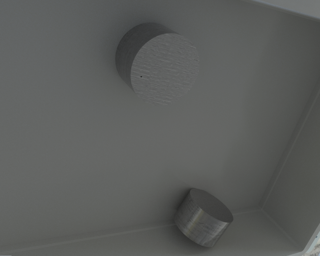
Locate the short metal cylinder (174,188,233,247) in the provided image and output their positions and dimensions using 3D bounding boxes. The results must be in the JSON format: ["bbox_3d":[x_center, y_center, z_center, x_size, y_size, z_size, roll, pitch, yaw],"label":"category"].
[{"bbox_3d":[0.070,0.143,0.499,0.080,0.080,0.050,20,107,-36],"label":"short metal cylinder"}]

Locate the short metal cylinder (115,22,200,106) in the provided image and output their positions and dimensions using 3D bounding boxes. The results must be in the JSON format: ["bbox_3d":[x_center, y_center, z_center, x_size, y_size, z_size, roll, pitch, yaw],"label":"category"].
[{"bbox_3d":[-0.004,-0.072,0.346,0.081,0.050,0.079,-14,124,-21],"label":"short metal cylinder"}]
